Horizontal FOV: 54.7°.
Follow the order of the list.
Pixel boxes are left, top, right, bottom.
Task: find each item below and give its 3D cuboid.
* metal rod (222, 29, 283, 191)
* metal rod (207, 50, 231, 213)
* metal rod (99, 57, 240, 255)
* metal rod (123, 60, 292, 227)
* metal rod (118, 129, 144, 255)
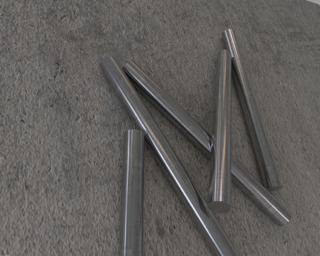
[{"bbox_3d":[0.145,-0.045,0.508,0.025,0.025,0.299,7,59,-25],"label":"metal rod"},{"bbox_3d":[0.088,-0.020,0.437,0.025,0.025,0.300,25,45,-13],"label":"metal rod"},{"bbox_3d":[0.007,0.035,0.385,0.025,0.025,0.299,-23,74,-36],"label":"metal rod"},{"bbox_3d":[0.061,0.019,0.424,0.300,0.025,0.025,44,51,2],"label":"metal rod"},{"bbox_3d":[-0.029,0.136,0.304,0.025,0.025,0.299,12,57,-22],"label":"metal rod"}]
